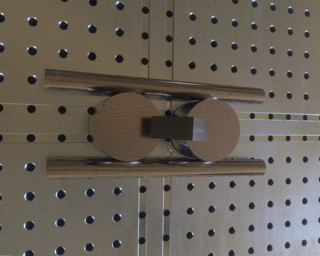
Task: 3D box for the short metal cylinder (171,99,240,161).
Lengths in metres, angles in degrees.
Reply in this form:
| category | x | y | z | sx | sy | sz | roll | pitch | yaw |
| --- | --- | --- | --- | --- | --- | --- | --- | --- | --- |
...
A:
| category | x | y | z | sx | sy | sz | roll | pitch | yaw |
| --- | --- | --- | --- | --- | --- | --- | --- | --- | --- |
| short metal cylinder | 0.059 | 0.003 | 0.418 | 0.081 | 0.050 | 0.079 | 0 | 90 | -20 |

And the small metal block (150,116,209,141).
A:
| category | x | y | z | sx | sy | sz | roll | pitch | yaw |
| --- | --- | --- | --- | --- | --- | --- | --- | --- | --- |
| small metal block | 0.024 | 0.001 | 0.355 | 0.050 | 0.050 | 0.025 | 6 | 86 | -63 |

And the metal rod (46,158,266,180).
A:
| category | x | y | z | sx | sy | sz | roll | pitch | yaw |
| --- | --- | --- | --- | --- | --- | --- | --- | --- | --- |
| metal rod | 0.009 | 0.053 | 0.413 | 0.302 | 0.025 | 0.025 | 2 | 89 | -20 |

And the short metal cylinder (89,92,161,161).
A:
| category | x | y | z | sx | sy | sz | roll | pitch | yaw |
| --- | --- | --- | --- | --- | --- | --- | --- | --- | --- |
| short metal cylinder | -0.043 | -0.001 | 0.380 | 0.081 | 0.050 | 0.079 | 0 | 90 | -20 |

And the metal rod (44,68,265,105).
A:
| category | x | y | z | sx | sy | sz | roll | pitch | yaw |
| --- | --- | --- | --- | --- | --- | --- | --- | --- | --- |
| metal rod | 0.008 | -0.052 | 0.412 | 0.302 | 0.025 | 0.025 | 2 | 90 | -20 |
